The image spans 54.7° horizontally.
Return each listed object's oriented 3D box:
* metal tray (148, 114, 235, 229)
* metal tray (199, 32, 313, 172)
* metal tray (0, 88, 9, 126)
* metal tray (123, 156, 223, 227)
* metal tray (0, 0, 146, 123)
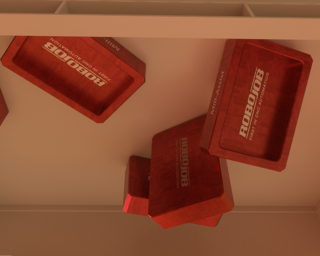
[{"bbox_3d":[0.034,0.049,0.379,0.090,0.130,0.030,-22,129,21],"label":"metal tray"},{"bbox_3d":[0.103,-0.026,0.335,0.091,0.030,0.129,15,90,-12],"label":"metal tray"},{"bbox_3d":[-0.241,-0.058,0.353,0.091,0.030,0.129,1,130,-1],"label":"metal tray"},{"bbox_3d":[0.017,0.087,0.437,0.131,0.090,0.030,12,117,-11],"label":"metal tray"},{"bbox_3d":[-0.092,-0.070,0.344,0.130,0.030,0.090,34,122,-26],"label":"metal tray"}]
